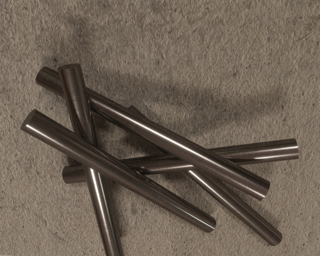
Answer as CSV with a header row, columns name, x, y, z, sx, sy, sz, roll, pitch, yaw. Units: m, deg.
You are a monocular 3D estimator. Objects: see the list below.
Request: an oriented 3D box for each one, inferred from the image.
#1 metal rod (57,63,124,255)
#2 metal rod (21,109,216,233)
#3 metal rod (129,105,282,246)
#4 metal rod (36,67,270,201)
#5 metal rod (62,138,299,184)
name,x,y,z,sx,sy,sz,roll,pitch,yaw
metal rod,-0.081,0.068,0.397,0.025,0.025,0.298,-7,114,2
metal rod,-0.029,0.068,0.389,0.301,0.025,0.025,37,107,-31
metal rod,0.066,0.075,0.438,0.300,0.025,0.025,41,105,-14
metal rod,-0.013,0.004,0.370,0.301,0.025,0.025,27,108,6
metal rod,0.015,0.045,0.399,0.301,0.025,0.025,-8,111,13
